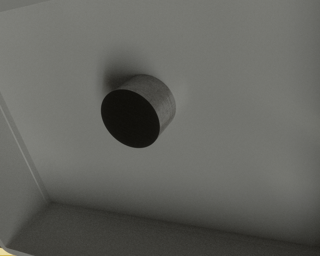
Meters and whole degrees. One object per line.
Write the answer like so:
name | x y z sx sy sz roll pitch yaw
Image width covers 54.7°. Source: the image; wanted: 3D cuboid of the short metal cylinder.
short metal cylinder | -0.026 -0.021 0.392 0.080 0.050 0.079 13 124 20
